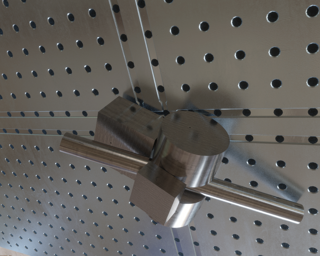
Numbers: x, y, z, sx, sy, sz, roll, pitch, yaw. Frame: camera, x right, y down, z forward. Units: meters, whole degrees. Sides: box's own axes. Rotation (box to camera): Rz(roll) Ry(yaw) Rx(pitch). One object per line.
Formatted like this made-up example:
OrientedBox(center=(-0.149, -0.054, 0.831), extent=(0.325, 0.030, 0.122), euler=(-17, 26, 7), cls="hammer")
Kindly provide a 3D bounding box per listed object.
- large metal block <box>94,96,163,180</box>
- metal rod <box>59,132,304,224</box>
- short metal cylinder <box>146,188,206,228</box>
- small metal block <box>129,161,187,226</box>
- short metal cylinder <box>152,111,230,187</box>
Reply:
OrientedBox(center=(-0.040, 0.016, 0.419), extent=(0.080, 0.050, 0.079), euler=(26, 128, 12), cls="large metal block")
OrientedBox(center=(0.027, 0.061, 0.379), extent=(0.302, 0.025, 0.025), euler=(17, 127, -1), cls="metal rod")
OrientedBox(center=(0.019, 0.083, 0.412), extent=(0.080, 0.080, 0.050), euler=(27, 128, 11), cls="short metal cylinder")
OrientedBox(center=(-0.003, 0.074, 0.352), extent=(0.050, 0.025, 0.050), euler=(31, 129, 18), cls="small metal block")
OrientedBox(center=(0.035, 0.023, 0.367), extent=(0.080, 0.080, 0.050), euler=(25, 127, 13), cls="short metal cylinder")
